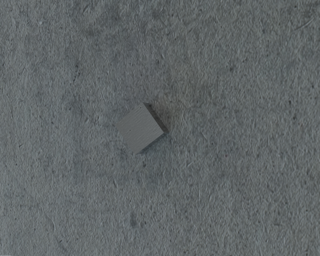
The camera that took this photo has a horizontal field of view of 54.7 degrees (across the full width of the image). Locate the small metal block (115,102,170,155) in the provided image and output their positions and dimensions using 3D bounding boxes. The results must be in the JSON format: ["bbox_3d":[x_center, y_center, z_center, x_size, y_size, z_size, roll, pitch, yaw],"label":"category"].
[{"bbox_3d":[-0.024,0.001,0.418,0.050,0.025,0.050,-38,78,15],"label":"small metal block"}]
